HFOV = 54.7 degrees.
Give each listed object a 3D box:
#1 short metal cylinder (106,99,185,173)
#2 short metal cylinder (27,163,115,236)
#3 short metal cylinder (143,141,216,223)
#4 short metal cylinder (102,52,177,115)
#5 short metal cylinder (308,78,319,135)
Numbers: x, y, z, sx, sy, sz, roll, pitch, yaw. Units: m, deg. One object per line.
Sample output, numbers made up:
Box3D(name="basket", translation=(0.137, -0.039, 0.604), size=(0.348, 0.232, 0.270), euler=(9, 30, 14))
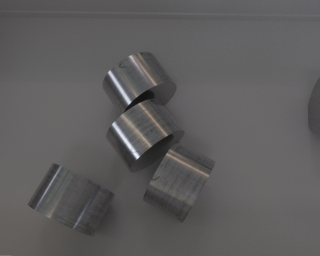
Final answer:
Box3D(name="short metal cylinder", translation=(-0.017, 0.010, 0.377), size=(0.080, 0.080, 0.050), euler=(-35, 74, -12))
Box3D(name="short metal cylinder", translation=(-0.098, 0.081, 0.350), size=(0.080, 0.080, 0.050), euler=(24, 72, 8))
Box3D(name="short metal cylinder", translation=(0.023, 0.061, 0.358), size=(0.050, 0.080, 0.080), euler=(29, 73, 10))
Box3D(name="short metal cylinder", translation=(-0.026, -0.051, 0.399), size=(0.080, 0.080, 0.050), euler=(-31, 73, -11))
Box3D(name="short metal cylinder", translation=(0.231, -0.028, 0.392), size=(0.050, 0.080, 0.080), euler=(7, 70, 3))
